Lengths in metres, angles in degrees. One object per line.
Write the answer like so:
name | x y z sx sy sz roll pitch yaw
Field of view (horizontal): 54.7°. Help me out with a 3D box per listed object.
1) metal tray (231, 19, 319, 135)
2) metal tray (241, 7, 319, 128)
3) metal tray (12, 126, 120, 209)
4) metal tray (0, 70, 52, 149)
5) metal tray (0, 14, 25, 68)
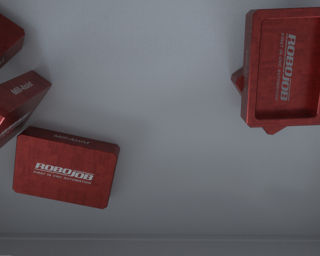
metal tray | 0.168 -0.062 0.386 0.130 0.030 0.090 -33 107 11
metal tray | 0.143 -0.067 0.352 0.091 0.030 0.129 -2 110 0
metal tray | -0.129 0.056 0.428 0.131 0.030 0.089 12 110 -5
metal tray | -0.178 -0.011 0.349 0.030 0.130 0.090 37 106 -13
metal tray | -0.221 -0.085 0.325 0.090 0.130 0.030 34 142 -12
